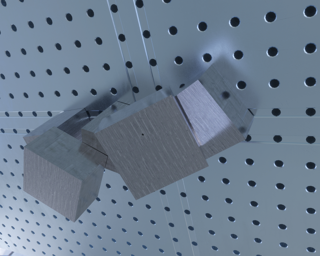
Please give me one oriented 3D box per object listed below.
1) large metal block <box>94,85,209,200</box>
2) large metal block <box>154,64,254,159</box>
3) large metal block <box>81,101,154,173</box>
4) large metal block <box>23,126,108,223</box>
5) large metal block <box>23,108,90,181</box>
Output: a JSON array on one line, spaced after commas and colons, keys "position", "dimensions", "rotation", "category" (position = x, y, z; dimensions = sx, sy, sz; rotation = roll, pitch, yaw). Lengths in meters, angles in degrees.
[{"position": [-0.007, 0.014, 0.317], "dimensions": [0.080, 0.050, 0.080], "rotation": [-27, 106, 7], "category": "large metal block"}, {"position": [0.048, -0.013, 0.361], "dimensions": [0.080, 0.050, 0.080], "rotation": [-34, 100, 38], "category": "large metal block"}, {"position": [-0.043, 0.013, 0.404], "dimensions": [0.080, 0.080, 0.050], "rotation": [17, 125, 18], "category": "large metal block"}, {"position": [-0.120, 0.058, 0.387], "dimensions": [0.080, 0.050, 0.079], "rotation": [28, 128, 11], "category": "large metal block"}, {"position": [-0.139, 0.026, 0.462], "dimensions": [0.050, 0.080, 0.080], "rotation": [-6, 115, 31], "category": "large metal block"}]
